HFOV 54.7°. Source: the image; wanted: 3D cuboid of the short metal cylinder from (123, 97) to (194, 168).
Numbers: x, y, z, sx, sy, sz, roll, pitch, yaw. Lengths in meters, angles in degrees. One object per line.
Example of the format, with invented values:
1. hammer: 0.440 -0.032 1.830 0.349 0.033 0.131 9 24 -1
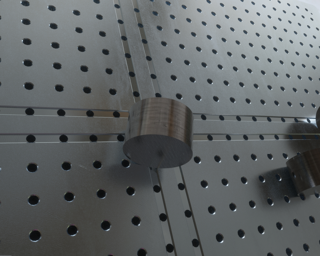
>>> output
1. short metal cylinder: -0.001 0.008 0.369 0.081 0.080 0.050 18 55 -18

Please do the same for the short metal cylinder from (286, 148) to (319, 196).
1. short metal cylinder: 0.238 0.066 0.464 0.081 0.080 0.050 3 61 -27

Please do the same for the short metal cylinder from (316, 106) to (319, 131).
1. short metal cylinder: 0.340 -0.018 0.571 0.050 0.080 0.080 -11 68 -33
